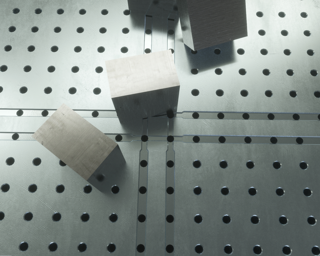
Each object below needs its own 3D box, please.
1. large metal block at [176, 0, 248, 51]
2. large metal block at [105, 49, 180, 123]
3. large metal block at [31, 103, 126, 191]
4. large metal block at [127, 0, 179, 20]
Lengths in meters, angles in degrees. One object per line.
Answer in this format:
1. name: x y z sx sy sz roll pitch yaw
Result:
1. large metal block: 0.072 -0.163 0.436 0.080 0.080 0.050 -17 31 -6
2. large metal block: -0.021 -0.051 0.401 0.080 0.080 0.050 -11 71 -4
3. large metal block: -0.092 0.026 0.372 0.080 0.080 0.050 36 74 12
4. large metal block: -0.002 -0.222 0.480 0.080 0.050 0.080 10 70 4
